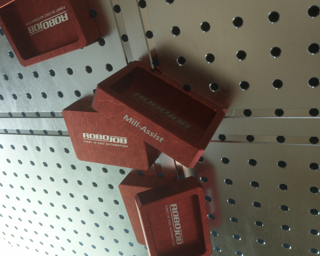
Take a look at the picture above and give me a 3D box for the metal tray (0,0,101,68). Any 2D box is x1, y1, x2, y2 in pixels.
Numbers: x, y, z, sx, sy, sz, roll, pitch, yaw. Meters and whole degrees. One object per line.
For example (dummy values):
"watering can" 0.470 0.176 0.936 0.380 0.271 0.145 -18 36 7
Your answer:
"metal tray" -0.149 -0.138 0.402 0.130 0.030 0.090 -8 115 31

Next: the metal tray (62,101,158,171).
"metal tray" -0.073 0.010 0.453 0.130 0.030 0.090 5 121 26

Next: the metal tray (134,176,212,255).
"metal tray" 0.022 0.141 0.443 0.091 0.030 0.129 -16 115 -12

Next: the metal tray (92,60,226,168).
"metal tray" 0.002 -0.021 0.355 0.130 0.090 0.030 32 129 7

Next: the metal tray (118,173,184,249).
"metal tray" -0.006 0.136 0.496 0.090 0.030 0.129 1 119 28
